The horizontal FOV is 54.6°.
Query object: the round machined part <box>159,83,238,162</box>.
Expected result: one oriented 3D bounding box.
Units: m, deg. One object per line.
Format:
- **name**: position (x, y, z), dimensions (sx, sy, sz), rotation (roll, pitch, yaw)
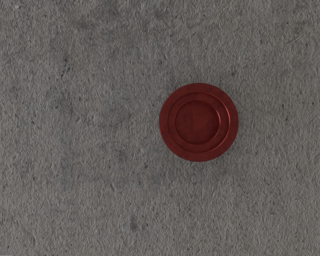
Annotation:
- **round machined part**: position (0.048, -0.007, 0.402), dimensions (0.099, 0.042, 0.097), rotation (0, 90, 0)
